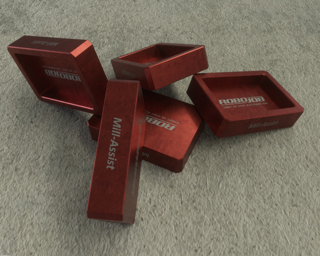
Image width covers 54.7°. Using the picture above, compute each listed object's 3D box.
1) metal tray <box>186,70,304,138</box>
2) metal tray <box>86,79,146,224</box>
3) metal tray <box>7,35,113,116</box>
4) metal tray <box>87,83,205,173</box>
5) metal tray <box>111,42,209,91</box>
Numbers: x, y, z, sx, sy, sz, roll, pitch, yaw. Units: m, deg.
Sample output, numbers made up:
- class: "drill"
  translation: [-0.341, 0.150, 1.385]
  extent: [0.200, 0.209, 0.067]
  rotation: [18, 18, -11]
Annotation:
- class: "metal tray"
  translation: [0.112, -0.036, 0.412]
  extent: [0.131, 0.030, 0.090]
  rotation: [-7, 49, -26]
- class: "metal tray"
  translation: [-0.038, 0.028, 0.313]
  extent: [0.030, 0.090, 0.130]
  rotation: [4, 71, 4]
- class: "metal tray"
  translation: [-0.127, -0.069, 0.399]
  extent: [0.130, 0.090, 0.030]
  rotation: [14, 50, 32]
- class: "metal tray"
  translation: [-0.015, -0.005, 0.405]
  extent: [0.130, 0.030, 0.090]
  rotation: [20, 53, 15]
- class: "metal tray"
  translation: [-0.005, -0.092, 0.440]
  extent: [0.091, 0.030, 0.130]
  rotation: [-25, 26, -20]
